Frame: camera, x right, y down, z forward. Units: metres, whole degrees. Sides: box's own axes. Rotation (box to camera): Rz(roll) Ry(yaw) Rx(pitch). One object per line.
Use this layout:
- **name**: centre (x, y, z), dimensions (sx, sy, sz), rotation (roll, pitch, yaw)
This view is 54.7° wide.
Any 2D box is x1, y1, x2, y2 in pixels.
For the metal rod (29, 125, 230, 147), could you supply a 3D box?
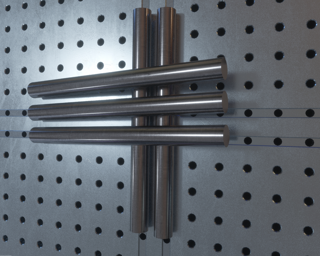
- **metal rod**: centre (-0.060, 0.010, 0.410), dimensions (0.300, 0.025, 0.025), rotation (0, 90, 28)

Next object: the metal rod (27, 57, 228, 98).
- **metal rod**: centre (-0.062, -0.062, 0.411), dimensions (0.300, 0.025, 0.025), rotation (-2, 90, 27)

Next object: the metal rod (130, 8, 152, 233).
- **metal rod**: centre (-0.026, -0.010, 0.421), dimensions (0.025, 0.025, 0.298), rotation (1, 90, 19)

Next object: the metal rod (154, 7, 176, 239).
- **metal rod**: centre (0.007, -0.006, 0.410), dimensions (0.025, 0.025, 0.298), rotation (1, 90, 19)

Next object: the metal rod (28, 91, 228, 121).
- **metal rod**: centre (-0.061, -0.026, 0.411), dimensions (0.300, 0.025, 0.025), rotation (-1, 90, 27)
